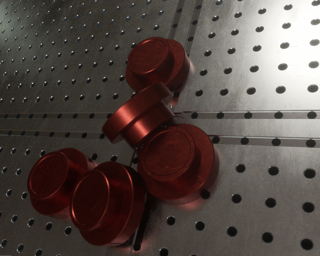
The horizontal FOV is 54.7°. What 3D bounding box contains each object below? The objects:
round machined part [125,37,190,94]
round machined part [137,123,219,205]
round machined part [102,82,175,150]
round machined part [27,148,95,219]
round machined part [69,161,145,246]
[{"bbox_3d":[-0.009,-0.096,0.460,0.098,0.042,0.098,-13,56,20],"label":"round machined part"},{"bbox_3d":[0.016,0.037,0.365,0.098,0.042,0.098,-13,56,20],"label":"round machined part"},{"bbox_3d":[-0.020,-0.010,0.388,0.098,0.098,0.042,-39,85,1],"label":"round machined part"},{"bbox_3d":[-0.141,0.071,0.426,0.098,0.042,0.098,-13,56,20],"label":"round machined part"},{"bbox_3d":[-0.068,0.086,0.363,0.098,0.042,0.098,-17,62,34],"label":"round machined part"}]
